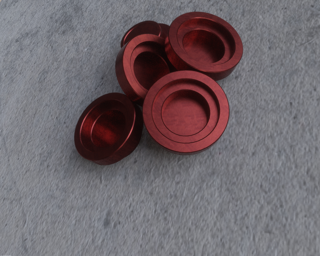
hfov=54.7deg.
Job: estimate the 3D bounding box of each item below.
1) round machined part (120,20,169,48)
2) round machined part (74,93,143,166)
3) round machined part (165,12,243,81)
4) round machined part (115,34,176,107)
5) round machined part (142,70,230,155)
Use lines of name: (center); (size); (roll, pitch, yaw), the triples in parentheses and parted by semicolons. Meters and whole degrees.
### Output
round machined part: (-0.022, -0.127, 0.481); (0.098, 0.042, 0.098); (-13, 56, 20)
round machined part: (-0.064, 0.004, 0.418); (0.098, 0.042, 0.098); (-14, 59, 25)
round machined part: (0.054, -0.101, 0.406); (0.099, 0.042, 0.098); (5, 63, -10)
round machined part: (-0.016, -0.073, 0.418); (0.042, 0.098, 0.098); (-20, 47, 54)
round machined part: (0.030, -0.016, 0.369); (0.099, 0.042, 0.098); (-1, 77, 3)
